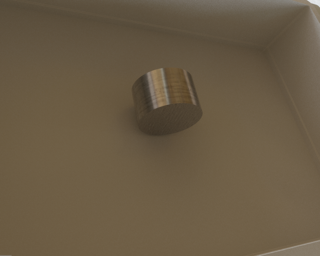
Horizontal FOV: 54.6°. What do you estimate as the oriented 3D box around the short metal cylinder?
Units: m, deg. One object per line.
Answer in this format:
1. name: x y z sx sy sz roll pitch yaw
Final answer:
1. short metal cylinder: 0.008 -0.031 0.389 0.081 0.080 0.050 2 61 -27
